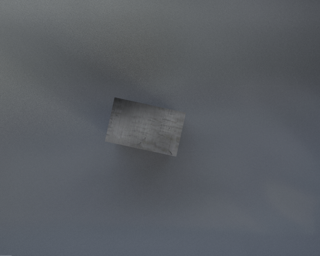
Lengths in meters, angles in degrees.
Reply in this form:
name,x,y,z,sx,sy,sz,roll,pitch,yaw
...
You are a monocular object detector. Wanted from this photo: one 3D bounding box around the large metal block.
name,x,y,z,sx,sy,sz,roll,pitch,yaw
large metal block,-0.016,-0.001,0.381,0.080,0.080,0.050,12,90,-1
